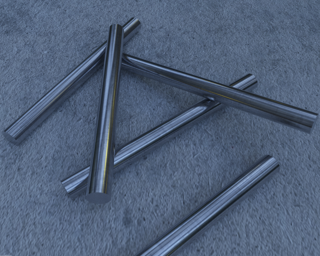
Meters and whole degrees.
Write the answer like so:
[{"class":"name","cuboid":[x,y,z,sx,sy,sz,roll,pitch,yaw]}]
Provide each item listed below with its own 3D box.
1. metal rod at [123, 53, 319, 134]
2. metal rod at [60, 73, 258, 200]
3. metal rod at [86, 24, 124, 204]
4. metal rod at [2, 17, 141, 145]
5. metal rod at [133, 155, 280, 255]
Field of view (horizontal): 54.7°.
[{"class":"metal rod","cuboid":[0.054,-0.057,0.421,0.300,0.025,0.025,24,53,30]},{"class":"metal rod","cuboid":[0.016,0.000,0.403,0.302,0.025,0.025,-30,56,-23]},{"class":"metal rod","cuboid":[-0.066,-0.044,0.406,0.025,0.025,0.300,-1,50,-1]},{"class":"metal rod","cuboid":[-0.117,-0.088,0.475,0.025,0.025,0.301,23,53,18]},{"class":"metal rod","cuboid":[0.013,0.113,0.307,0.302,0.025,0.025,-31,57,-23]}]
